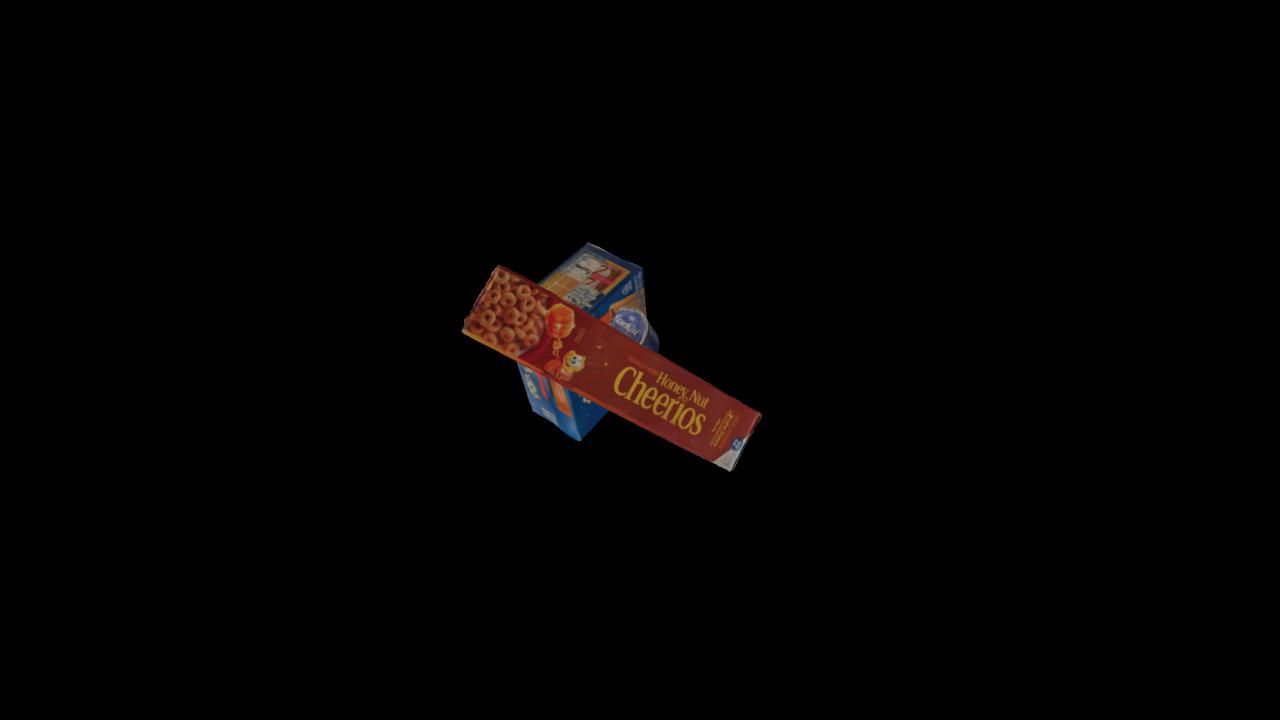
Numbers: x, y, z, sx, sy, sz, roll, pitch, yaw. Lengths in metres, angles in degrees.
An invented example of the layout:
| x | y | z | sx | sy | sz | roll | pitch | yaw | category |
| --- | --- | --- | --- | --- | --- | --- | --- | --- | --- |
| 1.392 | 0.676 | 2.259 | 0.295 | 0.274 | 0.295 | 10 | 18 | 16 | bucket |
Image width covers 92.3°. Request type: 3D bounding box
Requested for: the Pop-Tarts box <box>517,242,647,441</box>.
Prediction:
| x | y | z | sx | sy | sz | roll | pitch | yaw | category |
| --- | --- | --- | --- | --- | --- | --- | --- | --- | --- |
| -0.063 | -0.019 | 0.700 | 0.083 | 0.167 | 0.141 | 28 | 56 | 27 | Pop-Tarts box |

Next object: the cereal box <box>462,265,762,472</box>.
| x | y | z | sx | sy | sz | roll | pitch | yaw | category |
| --- | --- | --- | --- | --- | --- | --- | --- | --- | --- |
| -0.039 | 0.006 | 0.680 | 0.306 | 0.081 | 0.203 | 30 | -1 | -15 | cereal box |

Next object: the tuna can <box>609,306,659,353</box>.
| x | y | z | sx | sy | sz | roll | pitch | yaw | category |
| --- | --- | --- | --- | --- | --- | --- | --- | --- | --- |
| -0.023 | -0.014 | 0.640 | 0.084 | 0.084 | 0.034 | 0 | -36 | 33 | tuna can |
